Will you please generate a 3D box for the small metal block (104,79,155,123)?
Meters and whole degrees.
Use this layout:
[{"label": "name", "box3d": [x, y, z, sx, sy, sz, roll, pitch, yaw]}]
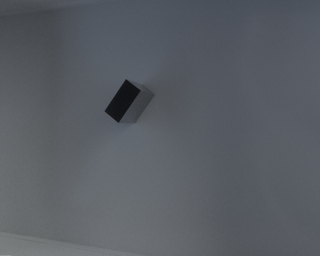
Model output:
[{"label": "small metal block", "box3d": [-0.039, -0.034, 0.410, 0.025, 0.050, 0.050, 39, 102, 15]}]
